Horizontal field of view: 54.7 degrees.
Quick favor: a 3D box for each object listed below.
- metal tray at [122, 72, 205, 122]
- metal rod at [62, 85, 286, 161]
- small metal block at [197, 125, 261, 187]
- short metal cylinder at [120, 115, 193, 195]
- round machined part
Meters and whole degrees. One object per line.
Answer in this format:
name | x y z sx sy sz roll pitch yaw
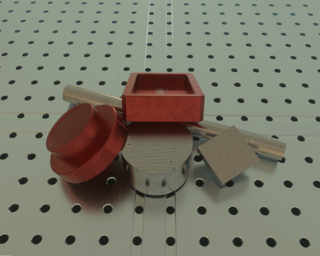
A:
metal tray | 0.003 -0.044 0.398 0.091 0.030 0.130 0 21 -1
metal rod | 0.009 -0.011 0.412 0.301 0.025 0.025 15 52 12
small metal block | 0.079 0.033 0.361 0.050 0.025 0.050 -32 72 -5
short metal cylinder | -0.004 0.031 0.361 0.081 0.050 0.080 0 50 0
round machined part | -0.089 0.010 0.352 0.098 0.042 0.098 -24 40 22
